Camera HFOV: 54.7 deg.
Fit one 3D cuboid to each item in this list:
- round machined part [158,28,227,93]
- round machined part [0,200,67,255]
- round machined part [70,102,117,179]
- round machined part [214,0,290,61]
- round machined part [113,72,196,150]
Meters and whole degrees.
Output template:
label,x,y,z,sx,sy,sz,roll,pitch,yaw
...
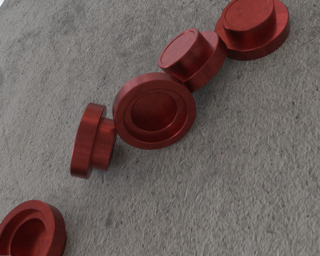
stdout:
label,x,y,z,sx,sy,sz,roll,pitch,yaw
round machined part,0.036,-0.093,0.410,0.098,0.042,0.098,-33,33,26
round machined part,-0.158,0.144,0.388,0.098,0.042,0.098,-13,56,21
round machined part,-0.080,0.019,0.401,0.042,0.098,0.098,14,63,-5
round machined part,0.121,-0.142,0.417,0.098,0.042,0.098,-13,56,21
round machined part,-0.009,-0.024,0.379,0.098,0.098,0.042,-31,37,8
